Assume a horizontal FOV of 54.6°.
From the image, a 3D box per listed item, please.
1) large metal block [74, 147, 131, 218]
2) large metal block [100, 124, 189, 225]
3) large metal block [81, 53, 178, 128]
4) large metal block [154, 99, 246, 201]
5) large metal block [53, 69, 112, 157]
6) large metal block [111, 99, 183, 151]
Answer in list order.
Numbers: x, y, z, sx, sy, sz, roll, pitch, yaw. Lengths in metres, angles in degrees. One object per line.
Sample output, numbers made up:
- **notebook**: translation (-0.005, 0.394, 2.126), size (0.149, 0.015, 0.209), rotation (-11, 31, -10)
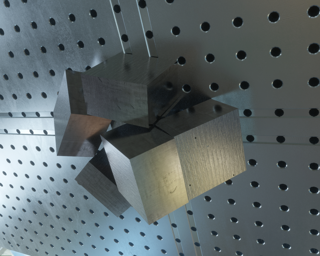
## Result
- **large metal block**: translation (-0.059, 0.065, 0.446), size (0.080, 0.080, 0.050), rotation (42, 129, -2)
- **large metal block**: translation (-0.018, 0.044, 0.343), size (0.080, 0.050, 0.080), rotation (28, 137, 56)
- **large metal block**: translation (-0.032, -0.048, 0.364), size (0.080, 0.080, 0.050), rotation (13, 124, 21)
- **large metal block**: translation (0.046, 0.022, 0.354), size (0.050, 0.081, 0.080), rotation (33, 141, 58)
- **large metal block**: translation (-0.106, -0.018, 0.413), size (0.050, 0.080, 0.080), rotation (5, 136, -29)
- **large metal block**: translation (-0.011, 0.009, 0.407), size (0.080, 0.050, 0.080), rotation (1, 119, 28)
